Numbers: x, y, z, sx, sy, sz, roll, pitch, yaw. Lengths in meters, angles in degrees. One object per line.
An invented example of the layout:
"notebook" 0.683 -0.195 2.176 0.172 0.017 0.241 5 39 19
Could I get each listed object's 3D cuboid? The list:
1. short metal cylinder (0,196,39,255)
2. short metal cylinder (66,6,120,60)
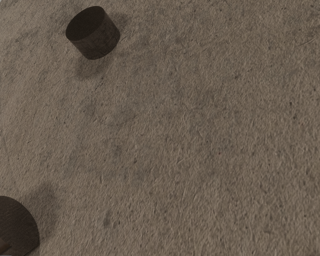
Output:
"short metal cylinder" -0.202 0.134 0.390 0.050 0.080 0.080 -38 51 3
"short metal cylinder" -0.119 -0.169 0.552 0.080 0.050 0.080 -13 56 20
